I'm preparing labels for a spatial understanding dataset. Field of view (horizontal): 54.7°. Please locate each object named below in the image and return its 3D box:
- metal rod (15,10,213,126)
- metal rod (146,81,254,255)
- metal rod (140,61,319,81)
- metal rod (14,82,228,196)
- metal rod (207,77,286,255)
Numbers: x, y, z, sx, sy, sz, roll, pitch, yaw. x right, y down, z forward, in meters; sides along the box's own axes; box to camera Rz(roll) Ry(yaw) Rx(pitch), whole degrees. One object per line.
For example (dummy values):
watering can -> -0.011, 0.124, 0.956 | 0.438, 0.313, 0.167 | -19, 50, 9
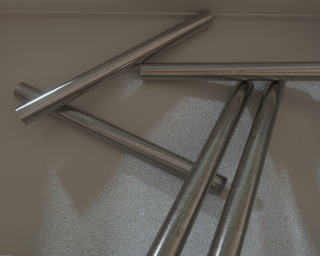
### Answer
metal rod -> -0.050, -0.090, 0.426 | 0.302, 0.025, 0.025 | -32, 73, -18
metal rod -> 0.054, 0.033, 0.334 | 0.025, 0.025, 0.301 | 27, 48, 9
metal rod -> 0.124, -0.075, 0.412 | 0.301, 0.025, 0.025 | 2, 70, 10
metal rod -> -0.057, 0.010, 0.405 | 0.301, 0.025, 0.025 | 25, 72, 8
metal rod -> 0.104, 0.026, 0.339 | 0.025, 0.025, 0.301 | 25, 48, 9
